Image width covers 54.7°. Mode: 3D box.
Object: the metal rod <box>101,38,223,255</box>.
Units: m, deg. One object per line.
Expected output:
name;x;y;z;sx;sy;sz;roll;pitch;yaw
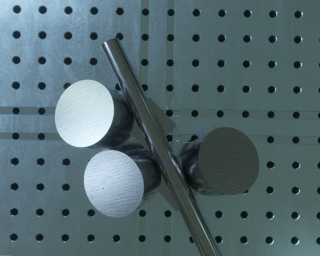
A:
metal rod;0.002;0.029;0.384;0.025;0.025;0.299;-26;90;0

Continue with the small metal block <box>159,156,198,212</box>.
small metal block;0.024;0.073;0.410;0.050;0.025;0.050;-40;90;0

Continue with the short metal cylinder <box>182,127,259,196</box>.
short metal cylinder;0.074;0.044;0.385;0.081;0.050;0.080;5;74;-18

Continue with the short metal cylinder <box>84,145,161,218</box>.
short metal cylinder;-0.045;0.063;0.383;0.080;0.050;0.079;2;95;22

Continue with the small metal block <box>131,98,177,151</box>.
small metal block;-0.014;-0.004;0.410;0.050;0.025;0.050;-43;90;0

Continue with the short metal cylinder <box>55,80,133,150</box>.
short metal cylinder;-0.080;-0.014;0.383;0.080;0.050;0.080;-3;81;20
